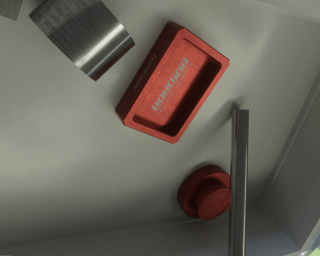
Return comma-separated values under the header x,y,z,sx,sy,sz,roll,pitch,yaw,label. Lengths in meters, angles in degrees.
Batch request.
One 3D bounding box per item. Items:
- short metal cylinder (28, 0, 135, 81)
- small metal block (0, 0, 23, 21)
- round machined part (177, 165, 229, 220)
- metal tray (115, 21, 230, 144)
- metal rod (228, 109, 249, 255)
x,y,z,sx,sy,sz,roll,pitch,yaw,label
-0.069,-0.089,0.281,0.050,0.080,0.080,-44,130,2,short metal cylinder
-0.139,-0.125,0.256,0.050,0.025,0.050,14,111,-35,small metal block
0.082,0.114,0.515,0.099,0.042,0.097,-14,125,-21,round machined part
0.016,-0.051,0.384,0.090,0.030,0.129,23,106,-37,metal tray
0.115,0.122,0.457,0.025,0.025,0.298,4,87,-30,metal rod
